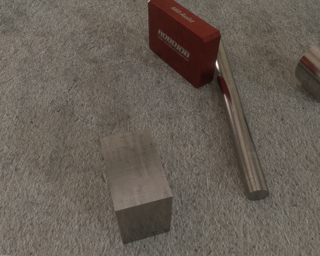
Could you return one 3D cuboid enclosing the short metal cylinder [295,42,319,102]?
[{"bbox_3d":[0.243,-0.081,0.439,0.081,0.080,0.050,-15,52,-13],"label":"short metal cylinder"}]

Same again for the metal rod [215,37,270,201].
[{"bbox_3d":[0.101,-0.040,0.438,0.025,0.025,0.300,-2,50,-2],"label":"metal rod"}]

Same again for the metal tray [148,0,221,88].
[{"bbox_3d":[0.032,-0.132,0.472,0.030,0.089,0.130,-29,56,-22],"label":"metal tray"}]

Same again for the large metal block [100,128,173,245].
[{"bbox_3d":[-0.024,0.060,0.317,0.050,0.080,0.080,-12,51,-10],"label":"large metal block"}]
